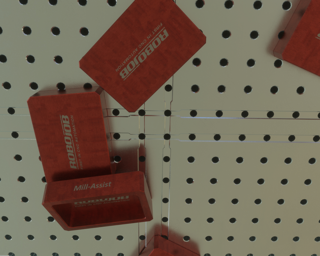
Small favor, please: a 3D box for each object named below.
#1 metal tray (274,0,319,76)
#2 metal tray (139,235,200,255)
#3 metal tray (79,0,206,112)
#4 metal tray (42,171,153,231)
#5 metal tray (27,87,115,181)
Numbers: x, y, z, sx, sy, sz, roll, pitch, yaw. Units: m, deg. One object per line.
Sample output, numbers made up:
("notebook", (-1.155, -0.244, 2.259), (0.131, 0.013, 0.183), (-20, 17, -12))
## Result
("metal tray", (0.220, -0.103, 0.376), (0.131, 0.030, 0.089), (21, 109, -8))
("metal tray", (-0.003, 0.245, 0.501), (0.090, 0.030, 0.129), (30, 107, -11))
("metal tray", (-0.021, -0.094, 0.376), (0.130, 0.030, 0.090), (-43, 105, 14))
("metal tray", (-0.080, 0.103, 0.426), (0.131, 0.030, 0.090), (-8, 139, 2))
("metal tray", (-0.114, 0.014, 0.414), (0.091, 0.030, 0.129), (-5, 110, 1))
